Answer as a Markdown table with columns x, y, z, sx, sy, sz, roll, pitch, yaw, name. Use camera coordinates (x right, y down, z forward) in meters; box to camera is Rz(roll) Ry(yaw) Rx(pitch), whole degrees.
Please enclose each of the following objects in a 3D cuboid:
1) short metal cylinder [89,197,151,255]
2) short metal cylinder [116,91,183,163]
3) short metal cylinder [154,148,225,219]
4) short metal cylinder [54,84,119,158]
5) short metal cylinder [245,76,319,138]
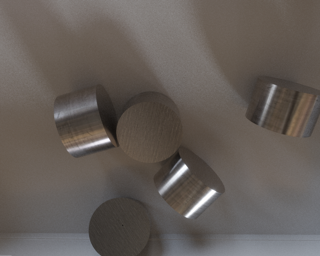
| x | y | z | sx | sy | sz | roll | pitch | yaw | name |
| --- | --- | --- | --- | --- | --- | --- | --- | --- | --- |
| -0.053 | 0.137 | 0.429 | 0.081 | 0.050 | 0.080 | 0 | 78 | 0 | short metal cylinder |
| -0.012 | -0.002 | 0.397 | 0.081 | 0.050 | 0.079 | 0 | 110 | -1 | short metal cylinder |
| 0.039 | 0.072 | 0.409 | 0.080 | 0.080 | 0.050 | 38 | 106 | -13 | short metal cylinder |
| -0.086 | -0.008 | 0.378 | 0.050 | 0.080 | 0.080 | -16 | 110 | 5 | short metal cylinder |
| 0.150 | -0.028 | 0.374 | 0.081 | 0.080 | 0.050 | 11 | 110 | -5 | short metal cylinder |
